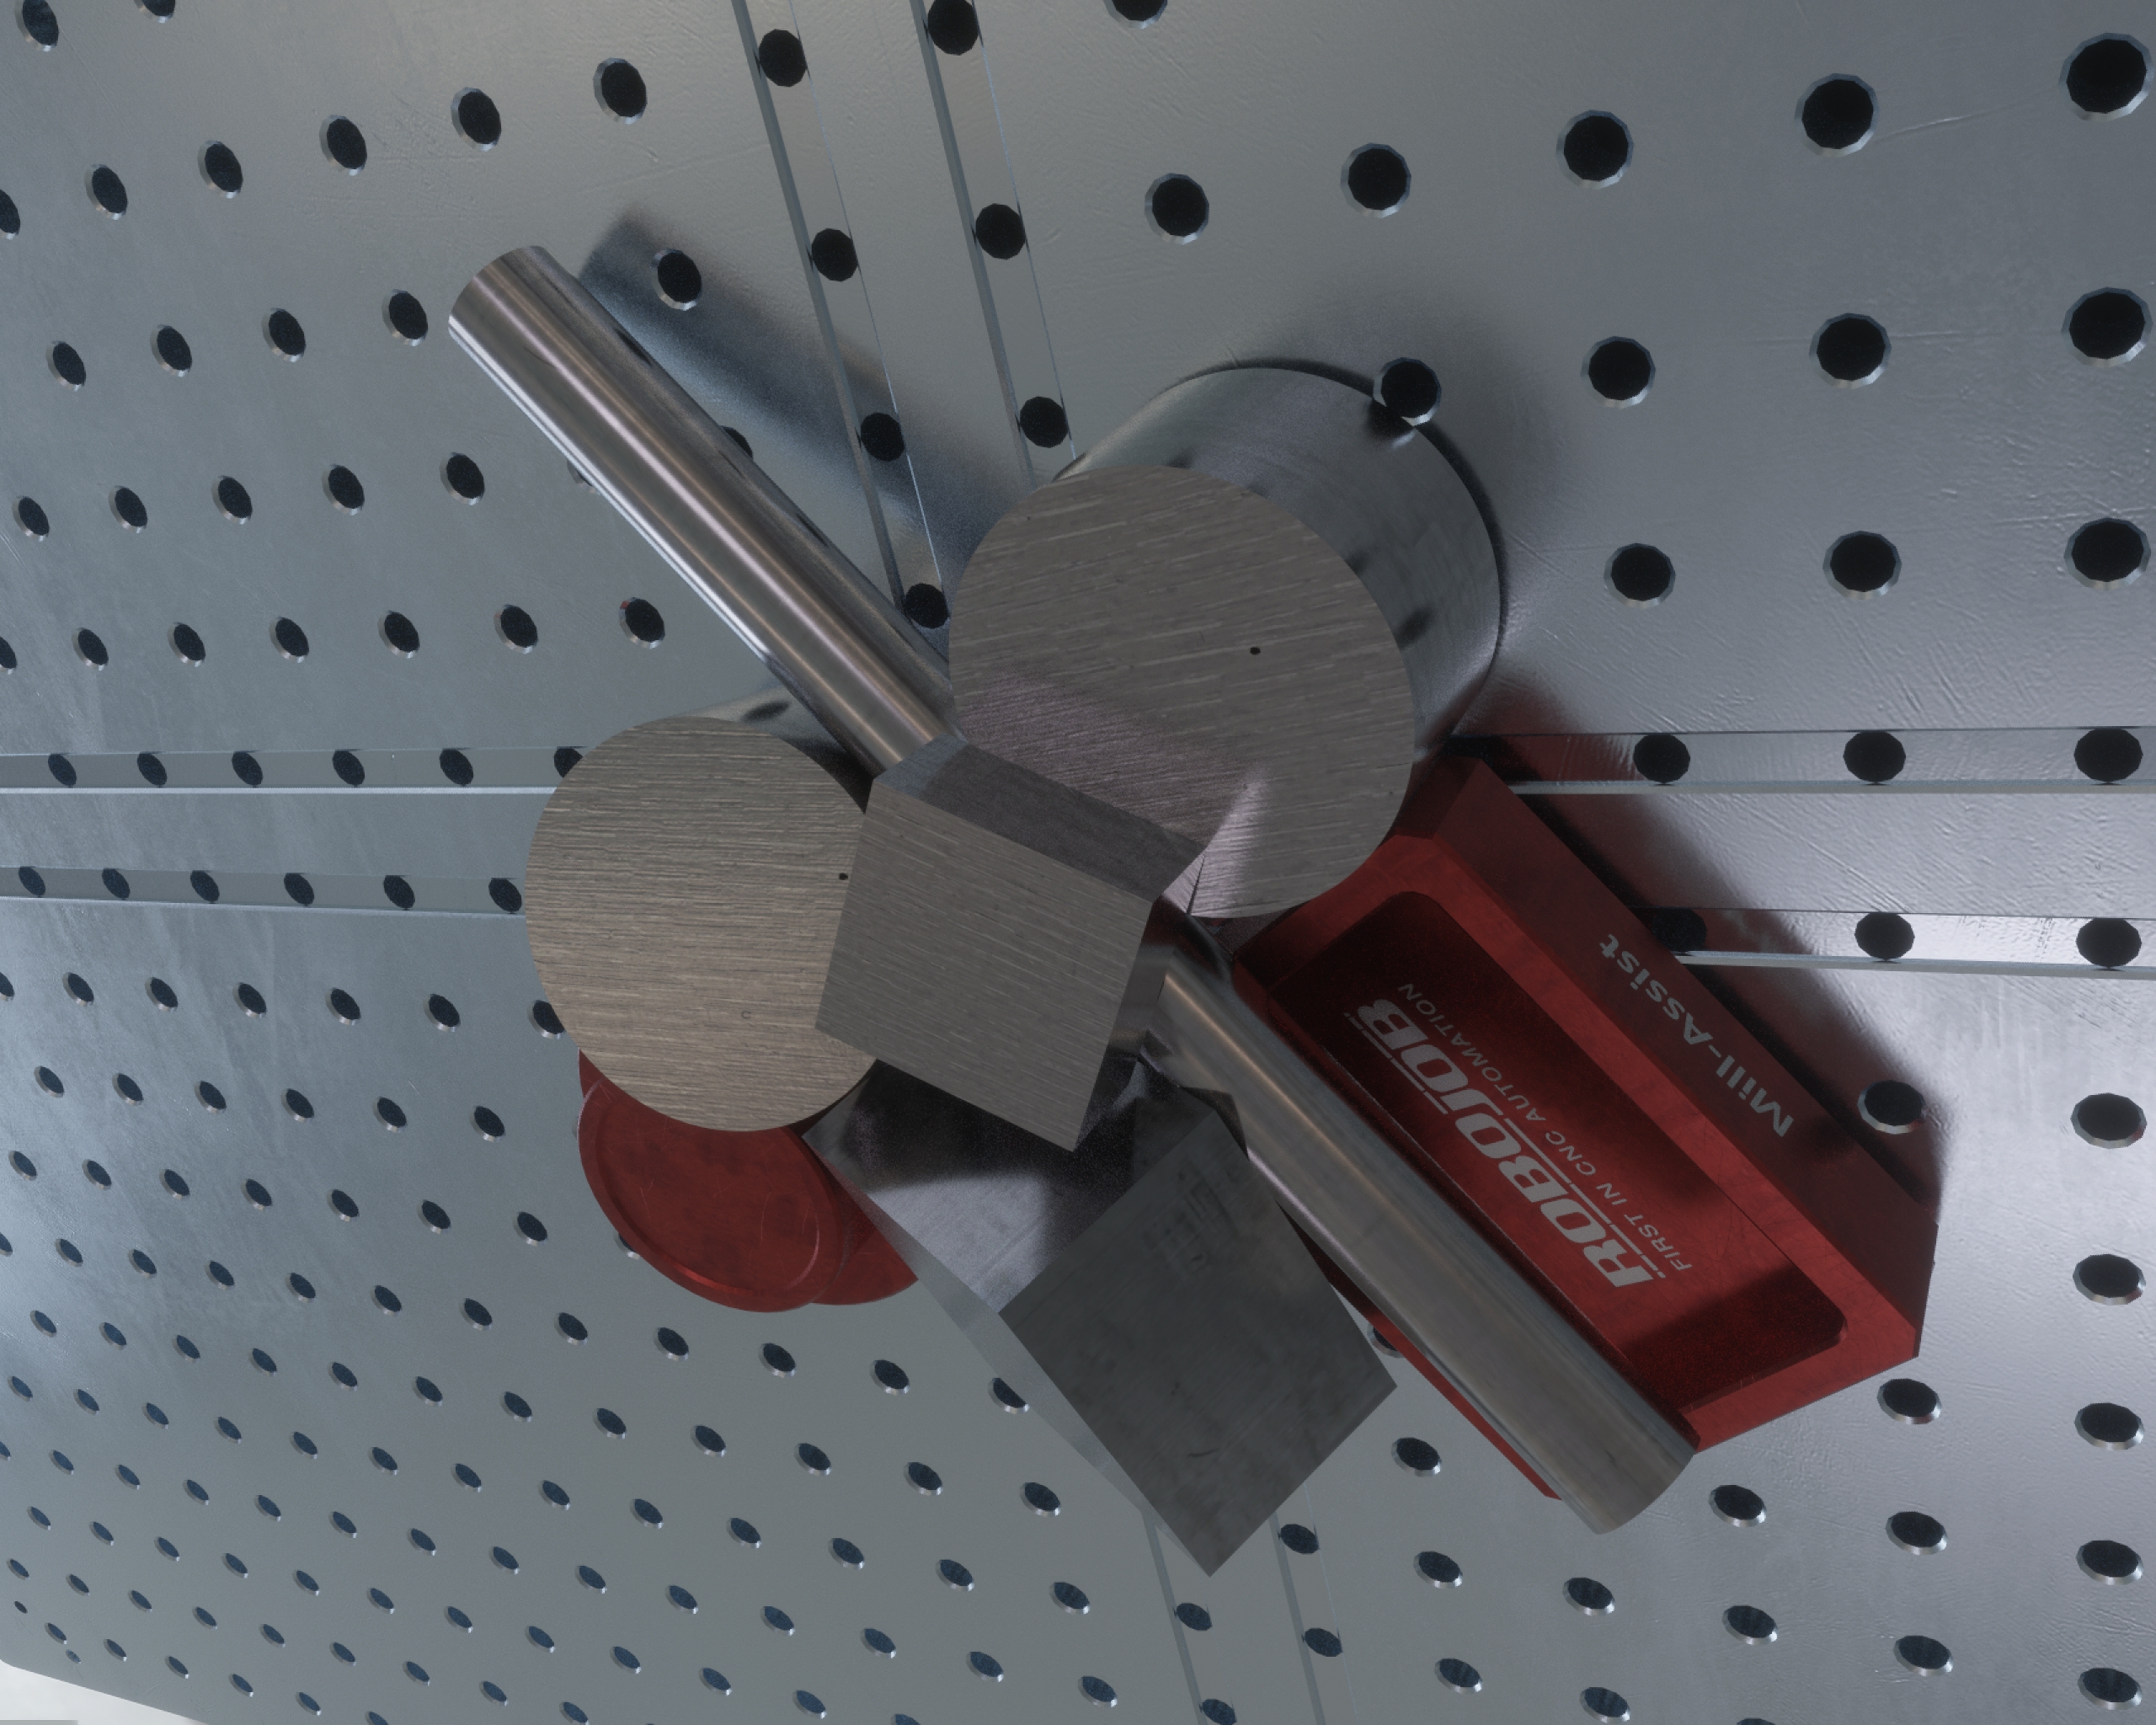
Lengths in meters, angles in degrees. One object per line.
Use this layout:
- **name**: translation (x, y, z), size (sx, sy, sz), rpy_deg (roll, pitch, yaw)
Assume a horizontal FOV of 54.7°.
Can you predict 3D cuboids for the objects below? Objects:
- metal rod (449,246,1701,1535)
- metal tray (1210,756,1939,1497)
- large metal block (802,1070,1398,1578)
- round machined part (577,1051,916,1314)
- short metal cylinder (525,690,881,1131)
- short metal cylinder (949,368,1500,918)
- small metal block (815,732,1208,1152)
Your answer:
- **metal rod**: translation (-0.006, -0.001, 0.377), size (0.300, 0.025, 0.025), rpy_deg (46, 130, 8)
- **metal tray**: translation (0.082, 0.054, 0.393), size (0.130, 0.030, 0.090), rpy_deg (45, 129, -4)
- **large metal block**: translation (0.003, 0.077, 0.402), size (0.080, 0.050, 0.080), rpy_deg (26, 154, 55)
- **round machined part**: translation (-0.073, 0.062, 0.471), size (0.098, 0.042, 0.097), rpy_deg (13, 124, 21)
- **short metal cylinder**: translation (-0.060, 0.007, 0.412), size (0.080, 0.050, 0.079), rpy_deg (4, 103, 19)
- **short metal cylinder**: translation (0.026, -0.038, 0.354), size (0.080, 0.050, 0.079), rpy_deg (13, 124, 21)
- **small metal block**: translation (-0.012, 0.013, 0.352), size (0.050, 0.025, 0.050), rpy_deg (24, 119, 14)
